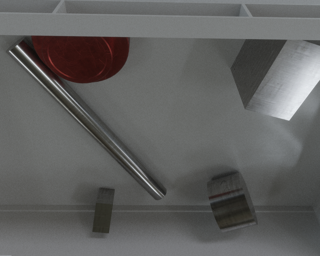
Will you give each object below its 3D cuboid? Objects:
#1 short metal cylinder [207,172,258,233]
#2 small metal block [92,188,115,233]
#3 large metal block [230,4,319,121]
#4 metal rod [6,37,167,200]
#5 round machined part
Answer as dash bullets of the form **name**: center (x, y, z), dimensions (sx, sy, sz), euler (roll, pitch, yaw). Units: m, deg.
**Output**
- **short metal cylinder**: center (0.110, 0.113, 0.471), dimensions (0.050, 0.080, 0.080), euler (-20, 128, 16)
- **small metal block**: center (-0.089, 0.130, 0.491), dimensions (0.025, 0.050, 0.050), euler (8, 105, -7)
- **large metal block**: center (0.120, -0.068, 0.317), dimensions (0.050, 0.080, 0.079), euler (13, 129, -11)
- **metal rod**: center (-0.077, 0.008, 0.414), dimensions (0.025, 0.025, 0.300), euler (-25, 126, 19)
- **round machined part**: center (-0.081, -0.085, 0.319), dimensions (0.099, 0.042, 0.097), euler (-1, 136, -1)
